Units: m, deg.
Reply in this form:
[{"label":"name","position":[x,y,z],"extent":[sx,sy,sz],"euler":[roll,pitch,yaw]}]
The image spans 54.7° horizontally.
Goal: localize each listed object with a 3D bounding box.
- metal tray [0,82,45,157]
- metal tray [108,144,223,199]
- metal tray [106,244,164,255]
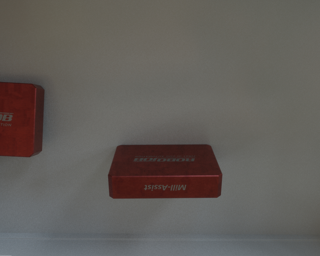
[{"label":"metal tray","position":[-0.217,-0.013,0.387],"extent":[0.131,0.030,0.089],"euler":[3,92,-2]},{"label":"metal tray","position":[0.006,0.052,0.396],"extent":[0.131,0.090,0.030],"euler":[0,110,-1]},{"label":"metal tray","position":[-0.037,0.224,0.440],"extent":[0.091,0.130,0.030],"euler":[-4,110,1]}]
